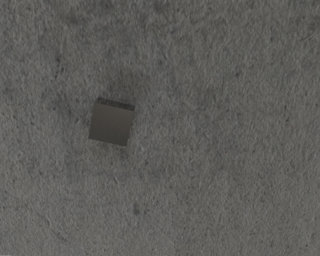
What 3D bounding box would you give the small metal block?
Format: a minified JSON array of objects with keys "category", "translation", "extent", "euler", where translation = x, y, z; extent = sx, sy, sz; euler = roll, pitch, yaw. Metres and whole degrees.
[{"category":"small metal block","translation":[-0.063,-0.008,0.406],"extent":[0.050,0.025,0.050],"euler":[13,110,-5]}]
